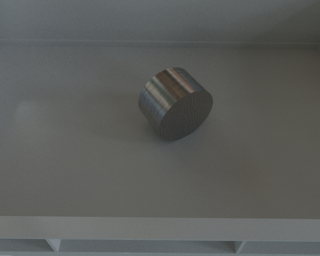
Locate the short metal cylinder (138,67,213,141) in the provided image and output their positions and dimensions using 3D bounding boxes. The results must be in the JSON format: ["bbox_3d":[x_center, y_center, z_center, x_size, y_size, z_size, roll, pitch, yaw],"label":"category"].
[{"bbox_3d":[0.020,-0.030,0.395,0.081,0.080,0.050,-25,55,-20],"label":"short metal cylinder"}]
